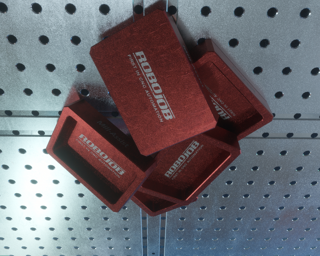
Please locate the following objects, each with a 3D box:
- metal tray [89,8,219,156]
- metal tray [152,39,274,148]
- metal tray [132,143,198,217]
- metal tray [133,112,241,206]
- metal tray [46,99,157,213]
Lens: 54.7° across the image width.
[{"bbox_3d":[-0.005,-0.045,0.330,0.090,0.030,0.129,-24,96,18],"label":"metal tray"},{"bbox_3d":[0.065,-0.033,0.381,0.090,0.030,0.130,-36,122,26],"label":"metal tray"},{"bbox_3d":[-0.011,0.081,0.477,0.090,0.030,0.130,-26,126,20],"label":"metal tray"},{"bbox_3d":[0.031,0.046,0.408,0.091,0.030,0.129,23,126,-19],"label":"metal tray"},{"bbox_3d":[-0.078,0.037,0.398,0.130,0.030,0.089,40,124,6],"label":"metal tray"}]
